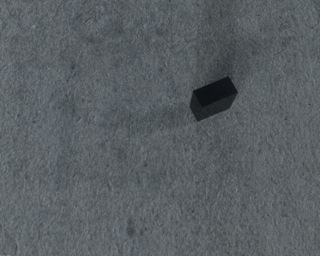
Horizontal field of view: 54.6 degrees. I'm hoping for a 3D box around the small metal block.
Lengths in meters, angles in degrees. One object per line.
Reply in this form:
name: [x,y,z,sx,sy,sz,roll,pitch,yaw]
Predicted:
small metal block: [0.069,-0.037,0.409,0.050,0.050,0.025,-23,72,-8]
